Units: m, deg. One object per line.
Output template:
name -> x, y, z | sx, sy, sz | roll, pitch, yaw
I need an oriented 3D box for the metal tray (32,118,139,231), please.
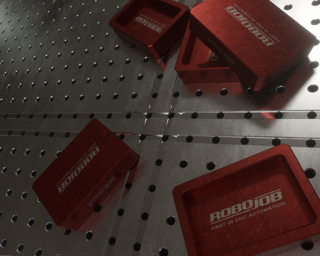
metal tray -> -0.102, 0.059, 0.420 | 0.130, 0.030, 0.090 | -49, 52, -7

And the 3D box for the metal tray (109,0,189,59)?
metal tray -> -0.017, -0.179, 0.522 | 0.090, 0.030, 0.130 | -46, 52, -5

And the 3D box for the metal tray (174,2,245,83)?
metal tray -> 0.080, -0.126, 0.439 | 0.090, 0.030, 0.130 | 3, 63, 29

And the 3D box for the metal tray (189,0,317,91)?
metal tray -> 0.110, -0.118, 0.382 | 0.090, 0.030, 0.130 | -34, 68, -12

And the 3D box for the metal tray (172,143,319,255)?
metal tray -> 0.085, 0.081, 0.309 | 0.130, 0.030, 0.090 | -24, 53, 12
